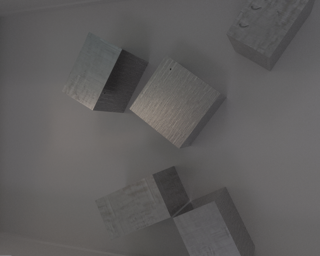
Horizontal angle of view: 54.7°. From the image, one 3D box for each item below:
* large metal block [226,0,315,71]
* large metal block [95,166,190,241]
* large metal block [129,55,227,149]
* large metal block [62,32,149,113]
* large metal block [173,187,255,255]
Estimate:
[{"bbox_3d":[0.122,-0.115,0.338,0.050,0.080,0.080,36,102,16],"label":"large metal block"},{"bbox_3d":[-0.019,0.091,0.388,0.080,0.080,0.050,-27,81,18],"label":"large metal block"},{"bbox_3d":[0.024,-0.031,0.389,0.080,0.050,0.080,39,102,15],"label":"large metal block"},{"bbox_3d":[-0.068,-0.068,0.405,0.050,0.080,0.080,31,100,17],"label":"large metal block"},{"bbox_3d":[0.066,0.122,0.358,0.050,0.080,0.080,-28,81,18],"label":"large metal block"}]
